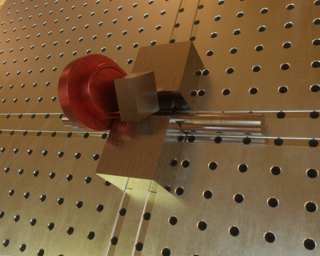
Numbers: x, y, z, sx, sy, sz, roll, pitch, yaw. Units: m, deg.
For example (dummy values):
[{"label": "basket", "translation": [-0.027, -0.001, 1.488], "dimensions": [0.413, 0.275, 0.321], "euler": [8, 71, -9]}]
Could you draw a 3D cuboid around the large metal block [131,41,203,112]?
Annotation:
[{"label": "large metal block", "translation": [0.008, -0.069, 0.431], "dimensions": [0.080, 0.050, 0.080], "euler": [1, 62, 28]}]

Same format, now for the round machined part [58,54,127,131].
[{"label": "round machined part", "translation": [-0.073, -0.045, 0.390], "dimensions": [0.042, 0.098, 0.098], "euler": [-4, 59, 43]}]

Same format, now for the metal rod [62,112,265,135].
[{"label": "metal rod", "translation": [-0.015, -0.010, 0.422], "dimensions": [0.300, 0.025, 0.025], "euler": [2, 63, 29]}]

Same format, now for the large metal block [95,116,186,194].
[{"label": "large metal block", "translation": [-0.022, 0.031, 0.385], "dimensions": [0.080, 0.050, 0.080], "euler": [1, 62, 29]}]

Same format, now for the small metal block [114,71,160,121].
[{"label": "small metal block", "translation": [-0.027, -0.039, 0.374], "dimensions": [0.025, 0.050, 0.050], "euler": [1, 18, 29]}]
